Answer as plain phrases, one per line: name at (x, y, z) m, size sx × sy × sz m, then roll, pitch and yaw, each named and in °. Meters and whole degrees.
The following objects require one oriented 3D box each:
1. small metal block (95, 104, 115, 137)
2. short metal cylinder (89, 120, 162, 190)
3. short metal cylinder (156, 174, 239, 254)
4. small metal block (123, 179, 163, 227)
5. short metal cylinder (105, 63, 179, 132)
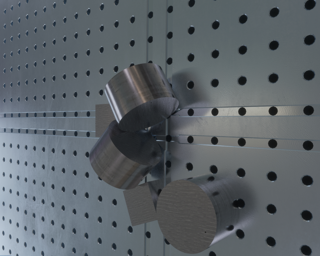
small metal block at (-0.072, -0.011, 0.468) m, size 0.050 × 0.025 × 0.050 m, roll 0°, pitch 90°, yaw 40°
short metal cylinder at (-0.045, 0.034, 0.410) m, size 0.050 × 0.081 × 0.080 m, roll -50°, pitch 61°, yaw 27°
short metal cylinder at (0.043, 0.097, 0.358) m, size 0.080 × 0.050 × 0.079 m, roll 0°, pitch 90°, yaw 40°
small metal block at (-0.019, 0.103, 0.425) m, size 0.050 × 0.025 × 0.050 m, roll -27°, pitch 73°, yaw 36°
short metal cylinder at (-0.023, -0.037, 0.393) m, size 0.080 × 0.081 × 0.050 m, roll -38°, pitch 67°, yaw 33°
